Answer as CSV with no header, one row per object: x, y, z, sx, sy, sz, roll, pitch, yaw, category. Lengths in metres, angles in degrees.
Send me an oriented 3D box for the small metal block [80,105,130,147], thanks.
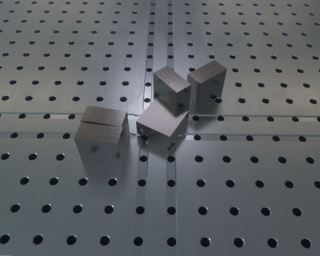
-0.067,0.001,0.390,0.050,0.050,0.025,9,51,7,small metal block

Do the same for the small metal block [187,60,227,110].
0.065,-0.062,0.444,0.050,0.050,0.025,-31,57,-23,small metal block

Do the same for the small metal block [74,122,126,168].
-0.070,0.021,0.373,0.050,0.050,0.025,6,51,5,small metal block

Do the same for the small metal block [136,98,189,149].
0.004,-0.007,0.414,0.050,0.025,0.050,24,54,19,small metal block

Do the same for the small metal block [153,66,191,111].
0.016,-0.050,0.434,0.025,0.050,0.050,-31,57,-23,small metal block
